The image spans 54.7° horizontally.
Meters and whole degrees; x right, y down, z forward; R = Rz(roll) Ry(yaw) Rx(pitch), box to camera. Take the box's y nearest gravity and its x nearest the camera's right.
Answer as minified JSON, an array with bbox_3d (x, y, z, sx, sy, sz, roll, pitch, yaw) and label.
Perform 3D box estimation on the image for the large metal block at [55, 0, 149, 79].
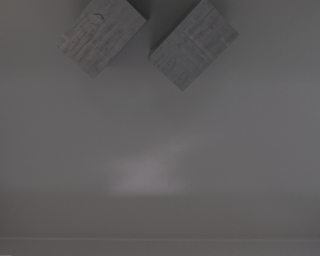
[{"bbox_3d":[-0.059,-0.107,0.342,0.050,0.080,0.080,42,105,-14],"label":"large metal block"}]

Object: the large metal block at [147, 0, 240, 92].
[{"bbox_3d":[0.033,-0.095,0.347,0.050,0.080,0.080,42,105,-14],"label":"large metal block"}]
